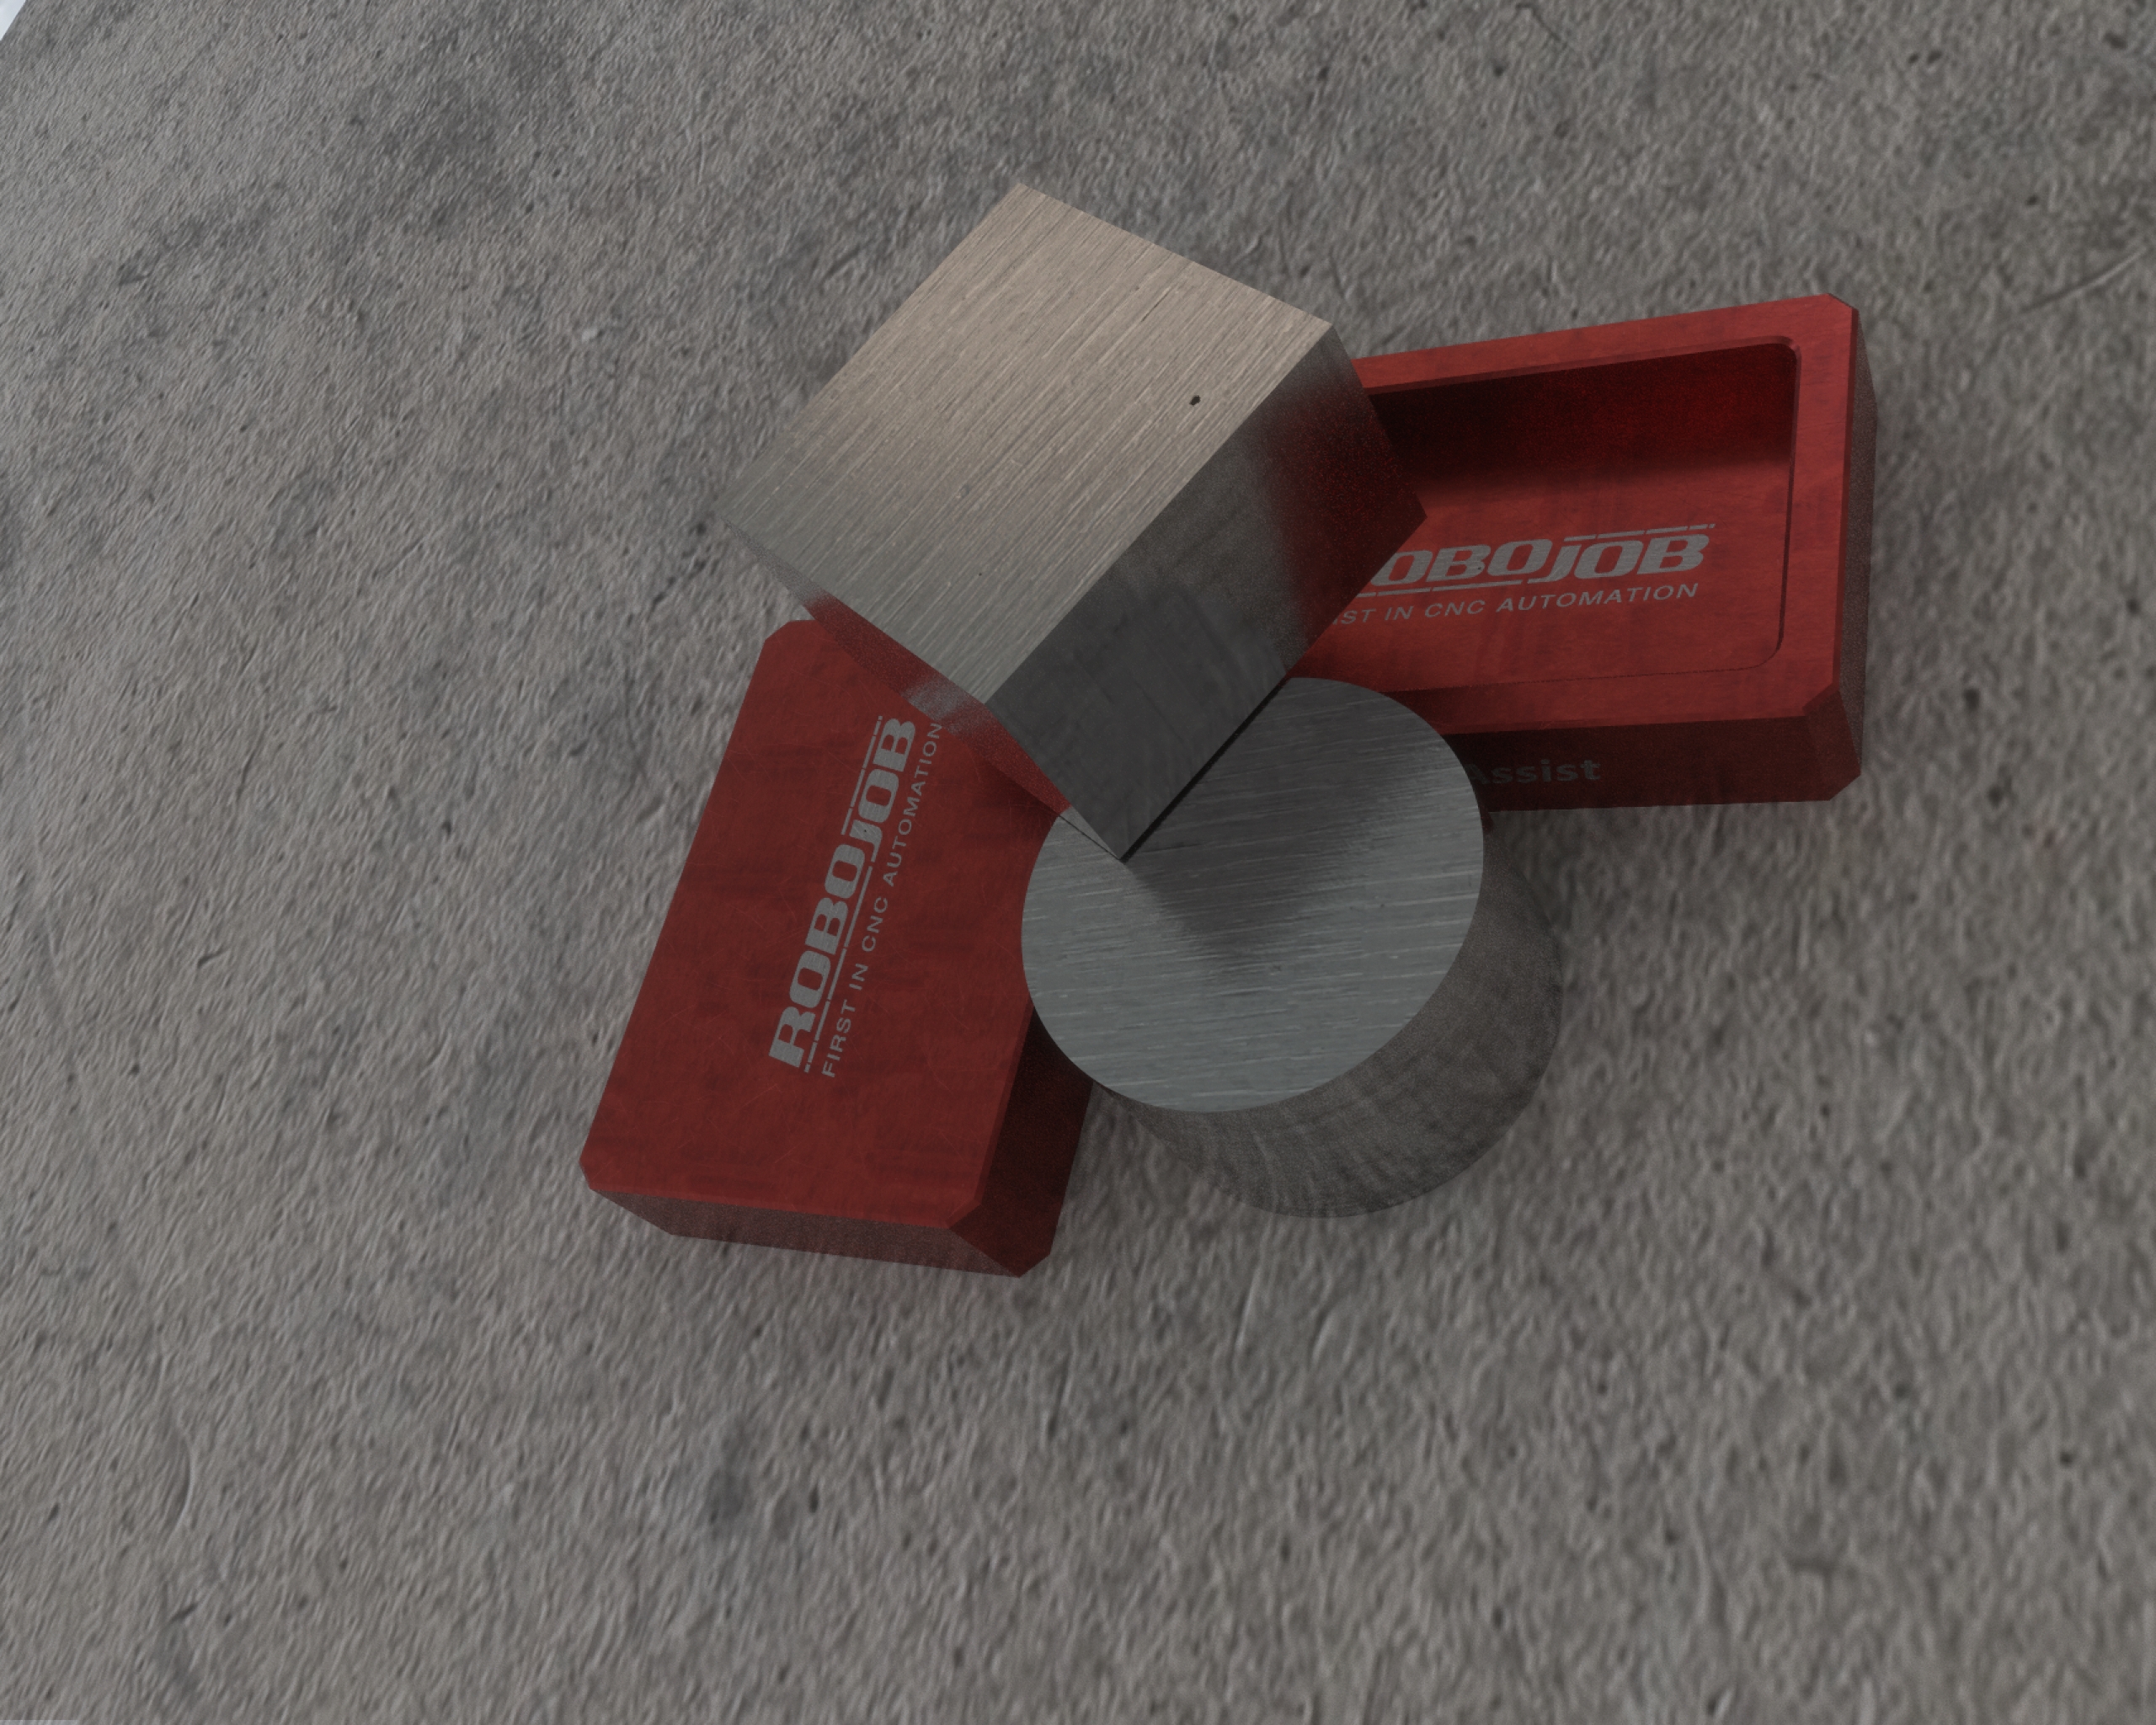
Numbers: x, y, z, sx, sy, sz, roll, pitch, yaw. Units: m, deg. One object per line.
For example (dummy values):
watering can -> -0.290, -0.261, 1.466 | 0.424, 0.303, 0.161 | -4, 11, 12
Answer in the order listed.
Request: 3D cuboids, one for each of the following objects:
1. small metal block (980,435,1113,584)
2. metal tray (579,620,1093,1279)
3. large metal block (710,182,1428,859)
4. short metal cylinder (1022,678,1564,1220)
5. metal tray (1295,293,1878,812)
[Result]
small metal block -> -0.006, -0.061, 0.430 | 0.050, 0.050, 0.025 | 1, 62, 28
metal tray -> -0.036, 0.012, 0.415 | 0.090, 0.030, 0.130 | 1, 62, 28
large metal block -> -0.002, -0.061, 0.361 | 0.080, 0.050, 0.080 | -48, 51, -6
short metal cylinder -> 0.038, 0.015, 0.360 | 0.080, 0.050, 0.080 | -13, 56, 21
metal tray -> 0.079, -0.055, 0.394 | 0.130, 0.030, 0.090 | -1, 61, 27
